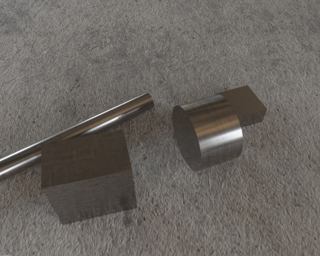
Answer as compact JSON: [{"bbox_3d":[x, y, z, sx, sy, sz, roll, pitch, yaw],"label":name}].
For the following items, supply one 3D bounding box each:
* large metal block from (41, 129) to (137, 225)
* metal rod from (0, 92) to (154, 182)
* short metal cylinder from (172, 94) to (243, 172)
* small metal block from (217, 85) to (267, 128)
[{"bbox_3d":[-0.070,0.052,0.323,0.081,0.080,0.050,-11,51,-9],"label":"large metal block"},{"bbox_3d":[-0.140,0.025,0.380,0.302,0.025,0.025,-27,55,-21],"label":"metal rod"},{"bbox_3d":[0.053,0.005,0.363,0.050,0.080,0.080,-17,52,-14],"label":"short metal cylinder"},{"bbox_3d":[0.109,-0.028,0.428,0.050,0.025,0.050,-16,52,-13],"label":"small metal block"}]
